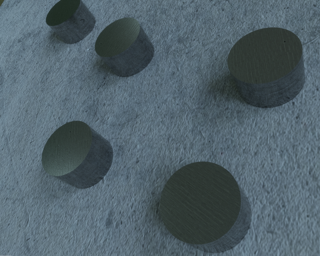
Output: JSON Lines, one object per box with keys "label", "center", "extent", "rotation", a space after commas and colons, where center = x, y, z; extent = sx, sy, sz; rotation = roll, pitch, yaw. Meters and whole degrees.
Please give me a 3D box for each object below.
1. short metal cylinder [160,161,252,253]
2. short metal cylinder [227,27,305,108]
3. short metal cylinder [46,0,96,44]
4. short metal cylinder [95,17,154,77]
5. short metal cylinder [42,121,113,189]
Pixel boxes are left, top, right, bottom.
{"label": "short metal cylinder", "center": [0.047, 0.081, 0.314], "extent": [0.080, 0.050, 0.080], "rotation": [-13, 56, 21]}
{"label": "short metal cylinder", "center": [0.126, -0.070, 0.365], "extent": [0.080, 0.050, 0.080], "rotation": [-13, 56, 21]}
{"label": "short metal cylinder", "center": [-0.176, -0.214, 0.612], "extent": [0.080, 0.050, 0.080], "rotation": [-13, 56, 21]}
{"label": "short metal cylinder", "center": [-0.056, -0.129, 0.497], "extent": [0.080, 0.050, 0.080], "rotation": [-13, 56, 21]}
{"label": "short metal cylinder", "center": [-0.112, 0.037, 0.424], "extent": [0.080, 0.050, 0.080], "rotation": [-13, 56, 21]}
